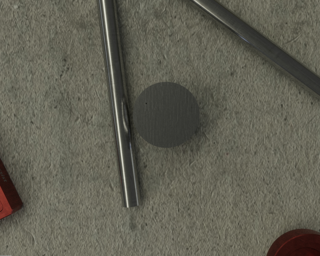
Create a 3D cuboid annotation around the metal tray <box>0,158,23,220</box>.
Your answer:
[{"bbox_3d":[-0.253,0.069,0.405,0.090,0.030,0.130,-26,90,0],"label":"metal tray"}]

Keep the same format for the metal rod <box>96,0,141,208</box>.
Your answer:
[{"bbox_3d":[-0.056,-0.046,0.409,0.025,0.025,0.298,-7,90,0],"label":"metal rod"}]

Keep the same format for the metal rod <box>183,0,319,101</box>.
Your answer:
[{"bbox_3d":[0.117,-0.122,0.410,0.301,0.025,0.025,36,90,0],"label":"metal rod"}]

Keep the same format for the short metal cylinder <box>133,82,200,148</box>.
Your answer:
[{"bbox_3d":[0.008,-0.016,0.398,0.081,0.050,0.080,0,90,0],"label":"short metal cylinder"}]

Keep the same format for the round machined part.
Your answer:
[{"bbox_3d":[0.185,0.180,0.403,0.099,0.042,0.097,0,90,0],"label":"round machined part"}]
